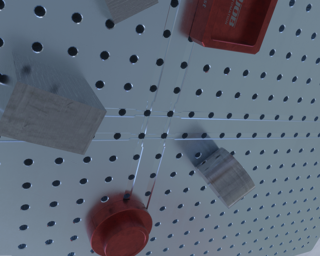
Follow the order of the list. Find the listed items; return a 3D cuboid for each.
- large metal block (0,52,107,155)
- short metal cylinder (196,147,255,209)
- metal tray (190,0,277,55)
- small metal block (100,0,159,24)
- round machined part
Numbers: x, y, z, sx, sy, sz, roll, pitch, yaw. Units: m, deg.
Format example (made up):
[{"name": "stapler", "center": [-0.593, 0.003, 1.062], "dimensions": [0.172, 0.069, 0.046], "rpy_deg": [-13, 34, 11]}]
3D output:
[{"name": "large metal block", "center": [-0.109, -0.024, 0.301], "dimensions": [0.080, 0.080, 0.050], "rpy_deg": [19, 108, -36]}, {"name": "short metal cylinder", "center": [0.100, 0.076, 0.477], "dimensions": [0.050, 0.080, 0.080], "rpy_deg": [-38, 129, -3]}, {"name": "metal tray", "center": [0.095, -0.157, 0.362], "dimensions": [0.091, 0.030, 0.129], "rpy_deg": [0, 119, -29]}, {"name": "small metal block", "center": [-0.036, -0.139, 0.305], "dimensions": [0.050, 0.025, 0.050], "rpy_deg": [-30, 129, -9]}, {"name": "round machined part", "center": [-0.056, 0.161, 0.469], "dimensions": [0.099, 0.042, 0.097], "rpy_deg": [-14, 124, -21]}]
